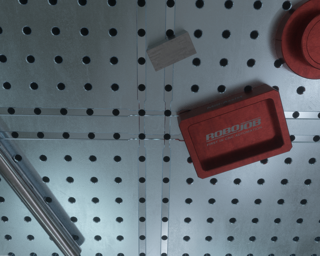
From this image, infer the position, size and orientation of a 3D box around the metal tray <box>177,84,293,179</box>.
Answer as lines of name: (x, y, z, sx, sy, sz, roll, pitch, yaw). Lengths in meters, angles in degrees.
metal tray: (0.099, 0.006, 0.414, 0.131, 0.030, 0.090, -19, 109, 6)

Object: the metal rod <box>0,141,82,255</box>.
metal rod: (-0.202, 0.073, 0.437, 0.025, 0.025, 0.299, -26, 109, 9)

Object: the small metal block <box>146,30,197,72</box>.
small metal block: (0.013, -0.093, 0.366, 0.050, 0.050, 0.025, -23, 109, 8)

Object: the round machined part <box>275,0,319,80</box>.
round machined part: (0.194, -0.106, 0.368, 0.099, 0.042, 0.097, 0, 110, -1)
